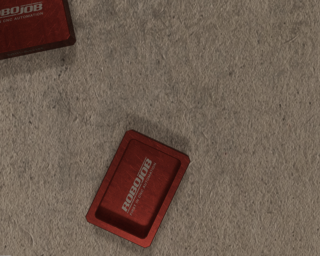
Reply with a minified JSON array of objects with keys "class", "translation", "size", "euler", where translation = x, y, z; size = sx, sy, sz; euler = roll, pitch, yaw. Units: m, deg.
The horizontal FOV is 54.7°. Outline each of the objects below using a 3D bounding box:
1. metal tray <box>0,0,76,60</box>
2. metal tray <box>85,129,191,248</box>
[{"class":"metal tray","translation":[-0.186,-0.144,0.405],"size":[0.131,0.030,0.089],"euler":[-12,90,-1]},{"class":"metal tray","translation":[-0.028,0.077,0.407],"size":[0.090,0.030,0.129],"euler":[25,90,-1]}]
